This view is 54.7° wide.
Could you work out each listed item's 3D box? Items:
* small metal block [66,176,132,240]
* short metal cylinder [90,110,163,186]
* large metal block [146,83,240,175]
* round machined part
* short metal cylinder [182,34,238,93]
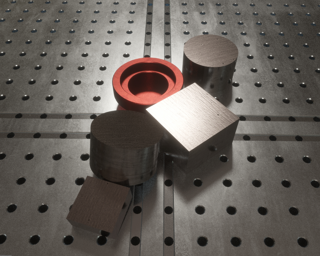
[{"bbox_3d":[-0.063,0.085,0.333,0.050,0.025,0.050,14,57,11],"label":"small metal block"},{"bbox_3d":[-0.040,0.021,0.358,0.081,0.050,0.080,7,32,-4],"label":"short metal cylinder"},{"bbox_3d":[0.039,-0.001,0.393,0.081,0.050,0.080,-31,57,-24],"label":"large metal block"},{"bbox_3d":[-0.017,-0.054,0.442,0.099,0.042,0.098,0,50,0],"label":"round machined part"},{"bbox_3d":[0.075,-0.100,0.476,0.081,0.050,0.080,0,50,0],"label":"short metal cylinder"}]
